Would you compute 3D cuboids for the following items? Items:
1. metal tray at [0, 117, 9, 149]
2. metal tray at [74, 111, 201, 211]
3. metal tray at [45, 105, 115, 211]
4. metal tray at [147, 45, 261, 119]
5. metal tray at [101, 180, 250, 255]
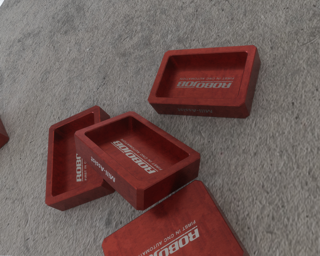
[{"bbox_3d":[-0.342,0.034,0.559,0.130,0.030,0.090,-43,51,-2],"label":"metal tray"},{"bbox_3d":[-0.029,0.030,0.366,0.091,0.030,0.130,-24,41,-35],"label":"metal tray"},{"bbox_3d":[-0.112,0.040,0.435,0.090,0.030,0.130,-22,53,14],"label":"metal tray"},{"bbox_3d":[0.057,-0.061,0.408,0.130,0.030,0.090,5,64,30],"label":"metal tray"},{"bbox_3d":[0.011,0.126,0.318,0.130,0.030,0.090,-34,51,5],"label":"metal tray"}]
